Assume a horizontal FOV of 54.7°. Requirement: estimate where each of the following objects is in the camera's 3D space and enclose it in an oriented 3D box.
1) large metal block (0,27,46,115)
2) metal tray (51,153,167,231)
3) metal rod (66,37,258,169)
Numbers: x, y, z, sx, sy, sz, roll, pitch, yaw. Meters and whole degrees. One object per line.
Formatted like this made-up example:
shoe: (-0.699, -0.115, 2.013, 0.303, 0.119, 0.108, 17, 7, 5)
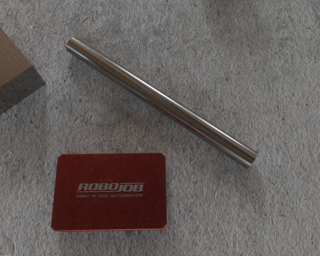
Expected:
large metal block: (-0.219, -0.075, 0.420, 0.080, 0.050, 0.080, -39, 75, -13)
metal tray: (-0.058, 0.078, 0.376, 0.131, 0.030, 0.090, -1, 70, -1)
metal rod: (-0.005, -0.040, 0.422, 0.301, 0.025, 0.025, 34, 73, 11)
